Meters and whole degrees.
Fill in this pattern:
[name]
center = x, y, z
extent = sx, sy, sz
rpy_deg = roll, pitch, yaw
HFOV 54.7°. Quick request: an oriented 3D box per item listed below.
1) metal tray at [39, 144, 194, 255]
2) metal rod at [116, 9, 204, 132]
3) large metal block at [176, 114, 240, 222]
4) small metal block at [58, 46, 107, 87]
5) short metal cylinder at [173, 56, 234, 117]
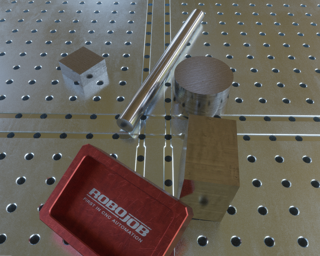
[metal tray]
center = -0.045, 0.085, 0.307
extent = 0.130, 0.030, 0.090
rpy_deg = 29, 84, 22
[metal rod]
center = 0.013, -0.109, 0.499
extent = 0.025, 0.025, 0.301
rpy_deg = 18, 52, 14
[large metal block]
center = 0.049, 0.044, 0.334
extent = 0.050, 0.080, 0.080
rpy_deg = 8, 50, 1
[small metal block]
center = -0.121, -0.097, 0.488
extent = 0.050, 0.025, 0.050
rpy_deg = 33, 57, 24
[short metal cylinder]
center = 0.060, -0.058, 0.441
extent = 0.081, 0.050, 0.080
rpy_deg = 0, 50, 0
